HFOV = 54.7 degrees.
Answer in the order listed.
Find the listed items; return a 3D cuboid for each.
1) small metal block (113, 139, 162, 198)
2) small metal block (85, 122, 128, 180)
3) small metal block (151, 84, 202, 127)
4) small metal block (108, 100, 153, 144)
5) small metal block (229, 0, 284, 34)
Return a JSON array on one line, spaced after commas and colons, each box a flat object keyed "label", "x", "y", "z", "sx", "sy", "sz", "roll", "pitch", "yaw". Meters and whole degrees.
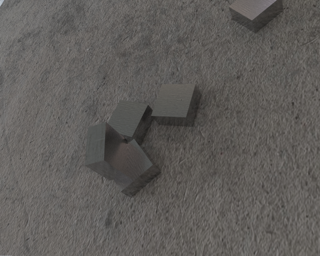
[{"label": "small metal block", "x": -0.035, "y": 0.050, "z": 0.391, "sx": 0.050, "sy": 0.025, "sz": 0.050, "roll": -40, "pitch": 51, "yaw": 1}, {"label": "small metal block", "x": -0.063, "y": 0.029, "z": 0.371, "sx": 0.025, "sy": 0.050, "sz": 0.050, "roll": -16, "pitch": 55, "yaw": 19}, {"label": "small metal block", "x": 0.022, "y": -0.030, "z": 0.411, "sx": 0.050, "sy": 0.025, "sz": 0.050, "roll": 4, "pitch": 63, "yaw": 30}, {"label": "small metal block", "x": -0.041, "y": -0.009, "z": 0.431, "sx": 0.050, "sy": 0.025, "sz": 0.050, "roll": 13, "pitch": 68, "yaw": 33}, {"label": "small metal block", "x": 0.135, "y": -0.168, "z": 0.436, "sx": 0.050, "sy": 0.025, "sz": 0.050, "roll": -39, "pitch": 51, "yaw": 1}]
